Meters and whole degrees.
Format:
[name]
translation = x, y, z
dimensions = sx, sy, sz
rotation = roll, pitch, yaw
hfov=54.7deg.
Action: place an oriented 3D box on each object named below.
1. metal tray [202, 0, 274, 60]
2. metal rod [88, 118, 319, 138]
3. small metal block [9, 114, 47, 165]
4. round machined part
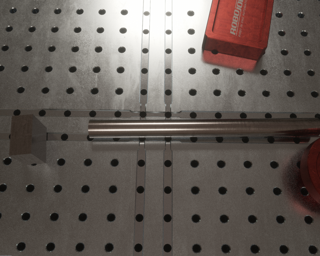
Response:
[metal tray]
translation = 0.122, -0.174, 0.474
dimensions = 0.090, 0.030, 0.130
rotation = 13, 70, 4
[metal rod]
translation = 0.059, 0.000, 0.412
dimensions = 0.302, 0.025, 0.025
rotation = 0, 70, -1
[small metal block]
translation = -0.165, 0.016, 0.391
dimensions = 0.025, 0.050, 0.050
rotation = -5, 70, -2
[round machined part]
translation = 0.223, 0.057, 0.385
dimensions = 0.099, 0.042, 0.098
rotation = 0, 70, -1
